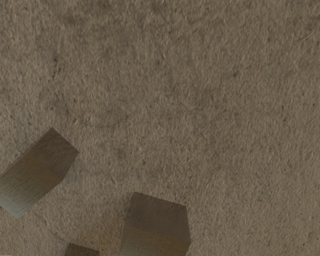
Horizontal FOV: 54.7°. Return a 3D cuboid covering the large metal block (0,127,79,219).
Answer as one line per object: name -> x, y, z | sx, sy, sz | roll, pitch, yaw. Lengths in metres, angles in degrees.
large metal block -> -0.160, 0.055, 0.398 | 0.080, 0.080, 0.050 | -39, 106, 13

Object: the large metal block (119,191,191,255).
large metal block -> -0.007, 0.142, 0.433 | 0.080, 0.080, 0.050 | 18, 109, -7

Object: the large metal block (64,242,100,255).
large metal block -> -0.134, 0.237, 0.466 | 0.050, 0.080, 0.079 | 20, 109, -8
